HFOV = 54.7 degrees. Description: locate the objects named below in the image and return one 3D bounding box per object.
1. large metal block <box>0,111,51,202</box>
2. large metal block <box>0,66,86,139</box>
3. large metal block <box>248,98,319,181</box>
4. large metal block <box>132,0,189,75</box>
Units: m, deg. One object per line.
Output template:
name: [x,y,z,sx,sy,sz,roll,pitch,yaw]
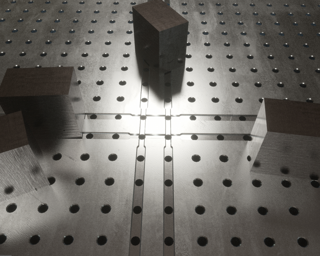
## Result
large metal block: [-0.176,0.036,0.339,0.081,0.080,0.050,-19,53,-16]
large metal block: [-0.146,-0.030,0.395,0.081,0.080,0.050,-2,50,-2]
large metal block: [0.154,0.015,0.362,0.080,0.080,0.050,7,51,5]
large metal block: [-0.001,-0.146,0.494,0.050,0.080,0.080,-25,55,-20]
